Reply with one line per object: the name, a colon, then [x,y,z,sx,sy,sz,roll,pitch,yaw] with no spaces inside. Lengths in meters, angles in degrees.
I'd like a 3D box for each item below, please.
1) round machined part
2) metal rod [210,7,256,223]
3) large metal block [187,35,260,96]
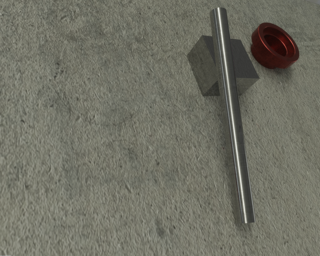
round machined part: [0.218,-0.154,0.604,0.099,0.042,0.098,14,56,-21]
metal rod: [0.097,-0.026,0.425,0.025,0.025,0.299,2,75,-27]
large metal block: [0.101,-0.099,0.502,0.081,0.050,0.080,-4,64,-30]
